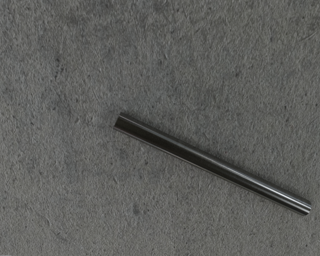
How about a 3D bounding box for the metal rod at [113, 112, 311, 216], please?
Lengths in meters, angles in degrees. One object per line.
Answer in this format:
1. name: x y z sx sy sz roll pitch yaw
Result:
1. metal rod: 0.078 0.054 0.429 0.301 0.025 0.025 25 108 -9
